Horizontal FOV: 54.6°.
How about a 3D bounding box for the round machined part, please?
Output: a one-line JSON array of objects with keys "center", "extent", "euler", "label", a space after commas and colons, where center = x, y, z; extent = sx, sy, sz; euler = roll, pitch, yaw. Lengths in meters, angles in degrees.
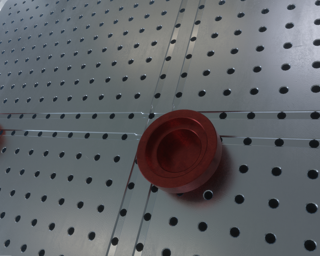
[{"center": [0.025, 0.030, 0.366], "extent": [0.098, 0.042, 0.098], "euler": [-13, 56, 21], "label": "round machined part"}]
